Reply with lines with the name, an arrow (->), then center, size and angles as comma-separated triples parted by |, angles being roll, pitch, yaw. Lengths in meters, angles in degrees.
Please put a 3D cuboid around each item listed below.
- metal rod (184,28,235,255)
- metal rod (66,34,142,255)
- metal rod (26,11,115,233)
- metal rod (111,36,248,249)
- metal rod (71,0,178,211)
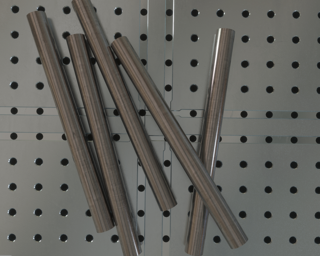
metal rod -> 0.067, 0.018, 0.414 | 0.025, 0.025, 0.298 | 8, 90, -1
metal rod -> -0.074, 0.023, 0.412 | 0.025, 0.025, 0.298 | -15, 90, 0
metal rod -> -0.118, -0.008, 0.411 | 0.025, 0.025, 0.298 | -18, 90, 0
metal rod -> 0.021, 0.013, 0.396 | 0.025, 0.025, 0.299 | -31, 83, 0
metal rod -> -0.047, -0.032, 0.412 | 0.025, 0.025, 0.299 | -23, 90, 0
